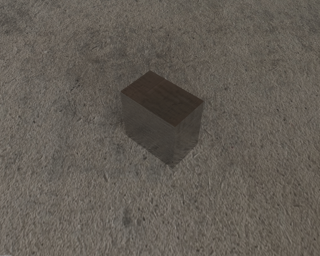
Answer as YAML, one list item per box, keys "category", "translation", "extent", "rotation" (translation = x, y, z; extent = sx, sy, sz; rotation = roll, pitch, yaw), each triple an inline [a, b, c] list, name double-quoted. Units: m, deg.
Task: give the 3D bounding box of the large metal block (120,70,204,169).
- category: "large metal block"
  translation: [0.002, -0.010, 0.376]
  extent: [0.080, 0.080, 0.050]
  rotation: [34, 58, 25]
